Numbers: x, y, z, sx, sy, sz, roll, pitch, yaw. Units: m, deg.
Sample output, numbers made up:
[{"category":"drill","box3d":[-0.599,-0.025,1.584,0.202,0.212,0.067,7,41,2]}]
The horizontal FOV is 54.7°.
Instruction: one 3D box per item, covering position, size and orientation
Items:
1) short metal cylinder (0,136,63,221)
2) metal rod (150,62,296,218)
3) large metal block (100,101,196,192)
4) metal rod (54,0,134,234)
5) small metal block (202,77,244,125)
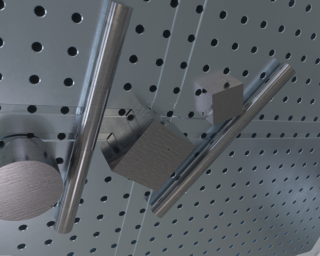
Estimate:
[{"category":"short metal cylinder","box3d":[-0.154,0.056,0.345,0.081,0.050,0.079,-14,125,-21]},{"category":"metal rod","box3d":[0.093,0.022,0.475,0.299,0.025,0.025,-49,129,6]},{"category":"large metal block","box3d":[-0.015,0.026,0.403,0.080,0.050,0.080,33,100,-39]},{"category":"metal rod","box3d":[-0.085,0.005,0.367,0.025,0.025,0.298,6,116,-31]},{"category":"small metal block","box3d":[0.089,-0.038,0.437,0.050,0.025,0.050,-21,127,-16]}]
